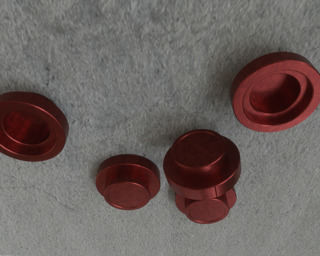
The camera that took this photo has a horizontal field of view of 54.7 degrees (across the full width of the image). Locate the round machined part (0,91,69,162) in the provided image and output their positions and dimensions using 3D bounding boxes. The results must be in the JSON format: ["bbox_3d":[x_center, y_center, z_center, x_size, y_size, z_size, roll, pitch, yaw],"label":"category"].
[{"bbox_3d":[-0.164,-0.006,0.389,0.099,0.042,0.097,-1,130,0],"label":"round machined part"}]

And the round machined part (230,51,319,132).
[{"bbox_3d":[0.131,-0.045,0.360,0.099,0.042,0.097,-1,130,0],"label":"round machined part"}]

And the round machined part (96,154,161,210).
[{"bbox_3d":[-0.048,0.088,0.471,0.099,0.042,0.097,-1,130,0],"label":"round machined part"}]

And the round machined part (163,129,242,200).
[{"bbox_3d":[0.051,0.039,0.393,0.098,0.098,0.042,-11,129,8],"label":"round machined part"}]

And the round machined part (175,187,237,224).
[{"bbox_3d":[0.074,0.118,0.498,0.099,0.042,0.097,-1,130,0],"label":"round machined part"}]
